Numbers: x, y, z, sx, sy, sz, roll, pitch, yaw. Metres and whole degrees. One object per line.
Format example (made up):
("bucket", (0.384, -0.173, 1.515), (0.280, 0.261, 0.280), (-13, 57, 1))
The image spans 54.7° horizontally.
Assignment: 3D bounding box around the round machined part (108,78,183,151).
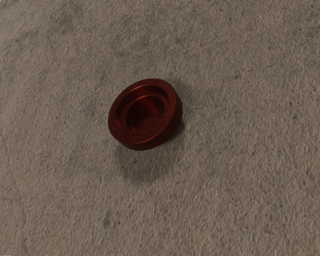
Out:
("round machined part", (-0.016, -0.014, 0.408), (0.098, 0.042, 0.098), (-13, 56, 20))
